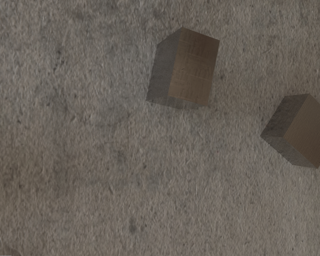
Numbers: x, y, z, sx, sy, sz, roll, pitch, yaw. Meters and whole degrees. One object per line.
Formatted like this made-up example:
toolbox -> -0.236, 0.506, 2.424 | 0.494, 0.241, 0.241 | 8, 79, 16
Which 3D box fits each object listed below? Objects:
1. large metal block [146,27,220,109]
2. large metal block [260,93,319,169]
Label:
large metal block -> 0.026, -0.070, 0.390 | 0.050, 0.080, 0.080 | 13, 86, -20
large metal block -> 0.217, 0.005, 0.478 | 0.080, 0.050, 0.080 | 39, 78, -16
